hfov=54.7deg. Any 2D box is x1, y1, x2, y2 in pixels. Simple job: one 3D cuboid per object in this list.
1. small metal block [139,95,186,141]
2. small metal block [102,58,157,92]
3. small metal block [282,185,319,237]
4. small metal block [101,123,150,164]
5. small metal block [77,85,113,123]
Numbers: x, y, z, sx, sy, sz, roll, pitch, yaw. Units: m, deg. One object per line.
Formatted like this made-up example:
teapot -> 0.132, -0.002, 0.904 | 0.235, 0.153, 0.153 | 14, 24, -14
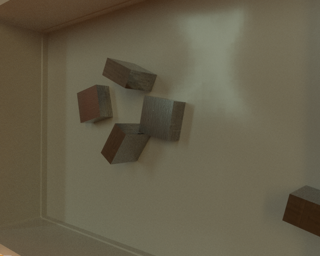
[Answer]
small metal block -> 0.002, -0.014, 0.405 | 0.050, 0.025, 0.050 | 15, 100, 39
small metal block -> -0.042, -0.073, 0.425 | 0.050, 0.050, 0.025 | 32, 110, 35
small metal block -> 0.144, 0.075, 0.272 | 0.050, 0.050, 0.025 | 19, 102, 38
small metal block -> -0.046, 0.021, 0.429 | 0.025, 0.050, 0.050 | 43, 116, 31
small metal block -> -0.104, -0.037, 0.493 | 0.050, 0.025, 0.050 | -15, 81, 39
